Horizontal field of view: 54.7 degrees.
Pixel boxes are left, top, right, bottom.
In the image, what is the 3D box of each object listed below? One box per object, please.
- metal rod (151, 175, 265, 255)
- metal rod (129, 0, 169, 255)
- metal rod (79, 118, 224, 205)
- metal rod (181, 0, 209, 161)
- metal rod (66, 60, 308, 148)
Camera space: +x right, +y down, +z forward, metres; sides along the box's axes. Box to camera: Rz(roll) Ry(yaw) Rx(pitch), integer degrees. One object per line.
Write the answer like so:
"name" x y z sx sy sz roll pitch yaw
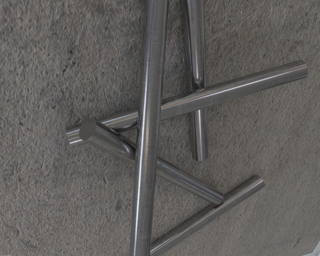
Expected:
"metal rod" 0.056 0.172 0.543 0.301 0.025 0.025 -31 129 -9
"metal rod" -0.014 0.007 0.347 0.025 0.025 0.298 -1 102 -28
"metal rod" 0.012 0.061 0.427 0.025 0.025 0.301 -49 136 6
"metal rod" 0.044 -0.080 0.380 0.025 0.025 0.298 -20 126 -17
"metal rod" 0.039 -0.032 0.377 0.302 0.025 0.025 -17 126 -8
